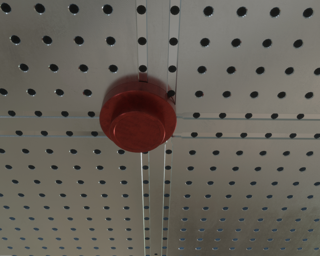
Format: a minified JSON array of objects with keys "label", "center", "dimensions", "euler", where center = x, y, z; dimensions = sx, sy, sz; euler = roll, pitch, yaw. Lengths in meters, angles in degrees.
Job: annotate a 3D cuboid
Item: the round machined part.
[{"label":"round machined part","center":[-0.028,-0.006,0.395],"dimensions":[0.099,0.042,0.097],"euler":[0,130,0]}]
